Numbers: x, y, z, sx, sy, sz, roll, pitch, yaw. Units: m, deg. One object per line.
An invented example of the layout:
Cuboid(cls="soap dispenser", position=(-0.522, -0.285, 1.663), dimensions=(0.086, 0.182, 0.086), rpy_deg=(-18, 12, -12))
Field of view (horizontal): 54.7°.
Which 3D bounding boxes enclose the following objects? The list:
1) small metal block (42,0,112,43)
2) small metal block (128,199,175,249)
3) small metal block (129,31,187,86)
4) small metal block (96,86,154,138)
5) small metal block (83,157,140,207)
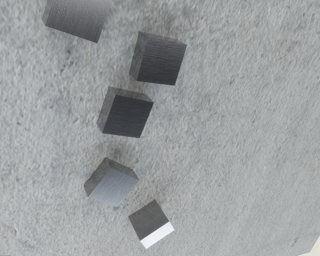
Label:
Cuboid(cls="small metal block", position=(-0.078, -0.115, 0.294), dimensions=(0.050, 0.025, 0.050), rpy_deg=(12, 112, -34))
Cuboid(cls="small metal block", position=(-0.014, 0.146, 0.475), dimensions=(0.050, 0.050, 0.025), rpy_deg=(-32, 129, -8))
Cuboid(cls="small metal block", position=(-0.003, -0.079, 0.358), dimensions=(0.050, 0.025, 0.050), rpy_deg=(3, 117, -30))
Cuboid(cls="small metal block", position=(-0.042, -0.018, 0.374), dimensions=(0.050, 0.025, 0.050), rpy_deg=(9, 114, -33))
Cuboid(cls="small metal block", position=(-0.065, 0.074, 0.418), dimensions=(0.050, 0.025, 0.050), rpy_deg=(32, 100, -39))
